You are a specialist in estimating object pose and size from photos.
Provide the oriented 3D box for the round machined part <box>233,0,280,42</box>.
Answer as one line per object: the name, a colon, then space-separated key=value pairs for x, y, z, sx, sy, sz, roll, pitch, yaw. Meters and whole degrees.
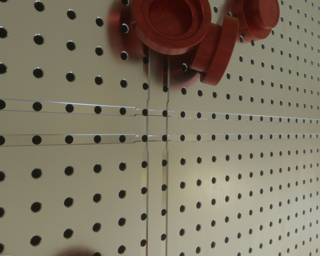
round machined part: x=0.176 y=-0.206 z=0.548 sx=0.099 sy=0.042 sz=0.097 roll=0 pitch=90 yaw=-40

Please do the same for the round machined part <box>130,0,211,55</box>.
round machined part: x=0.011 y=-0.139 z=0.392 sx=0.099 sy=0.042 sz=0.097 roll=2 pitch=81 yaw=-13

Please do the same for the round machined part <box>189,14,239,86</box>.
round machined part: x=0.071 y=-0.112 z=0.436 sx=0.042 sy=0.098 sz=0.098 roll=16 pitch=78 yaw=-3
